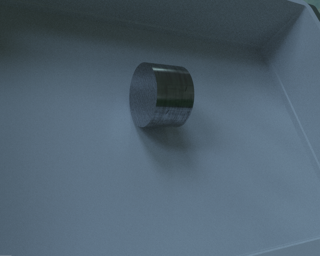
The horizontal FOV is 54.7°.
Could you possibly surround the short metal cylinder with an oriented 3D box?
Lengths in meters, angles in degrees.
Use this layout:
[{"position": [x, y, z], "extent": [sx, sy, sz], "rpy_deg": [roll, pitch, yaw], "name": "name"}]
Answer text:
[{"position": [0.000, -0.041, 0.394], "extent": [0.050, 0.080, 0.080], "rpy_deg": [0, 62, -29], "name": "short metal cylinder"}]
